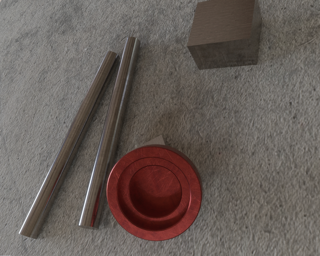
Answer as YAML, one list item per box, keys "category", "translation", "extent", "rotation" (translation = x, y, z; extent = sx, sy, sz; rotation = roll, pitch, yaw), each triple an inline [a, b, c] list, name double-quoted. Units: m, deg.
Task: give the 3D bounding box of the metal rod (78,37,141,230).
- category: "metal rod"
  translation: [-0.065, -0.011, 0.443]
  extent: [0.025, 0.025, 0.299]
  rotation: [-5, 59, 25]

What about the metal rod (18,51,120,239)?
- category: "metal rod"
  translation: [-0.126, 0.011, 0.460]
  extent: [0.025, 0.025, 0.300]
  rotation: [6, 65, 30]

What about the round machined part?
- category: "round machined part"
  translation: [-0.003, 0.066, 0.334]
  extent: [0.098, 0.042, 0.097]
  rotation: [1, 93, 10]

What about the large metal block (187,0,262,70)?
- category: "large metal block"
  translation: [0.090, -0.129, 0.419]
  extent: [0.080, 0.050, 0.080]
  rotation: [0, 62, 28]

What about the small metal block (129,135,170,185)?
- category: "small metal block"
  translation: [-0.008, 0.044, 0.380]
  extent: [0.050, 0.025, 0.050]
  rotation: [-28, 52, 10]
